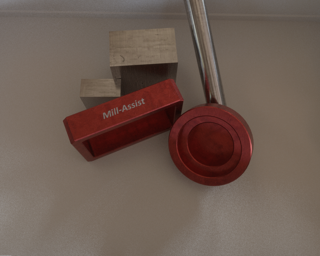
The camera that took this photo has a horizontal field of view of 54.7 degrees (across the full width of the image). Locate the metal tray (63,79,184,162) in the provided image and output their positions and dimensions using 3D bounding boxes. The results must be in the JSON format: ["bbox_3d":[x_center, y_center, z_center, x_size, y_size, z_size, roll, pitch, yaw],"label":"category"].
[{"bbox_3d":[-0.039,-0.006,0.376,0.131,0.090,0.030,-22,72,-8],"label":"metal tray"}]

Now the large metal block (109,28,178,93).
[{"bbox_3d":[-0.021,-0.085,0.411,0.081,0.080,0.050,-4,70,-2],"label":"large metal block"}]

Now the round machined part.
[{"bbox_3d":[0.063,0.017,0.378,0.098,0.042,0.097,6,107,21],"label":"round machined part"}]

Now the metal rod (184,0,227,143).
[{"bbox_3d":[0.049,-0.126,0.379,0.025,0.025,0.298,-15,101,-6],"label":"metal rod"}]

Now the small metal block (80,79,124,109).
[{"bbox_3d":[-0.074,-0.042,0.411,0.050,0.050,0.025,0,71,-1],"label":"small metal block"}]
